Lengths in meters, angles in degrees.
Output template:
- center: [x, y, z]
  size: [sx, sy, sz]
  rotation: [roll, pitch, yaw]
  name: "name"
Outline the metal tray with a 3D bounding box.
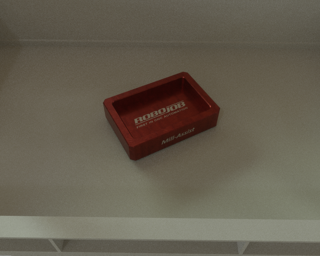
- center: [0.002, -0.021, 0.415]
  size: [0.131, 0.030, 0.090]
  rotation: [-22, 54, -18]
  name: "metal tray"
